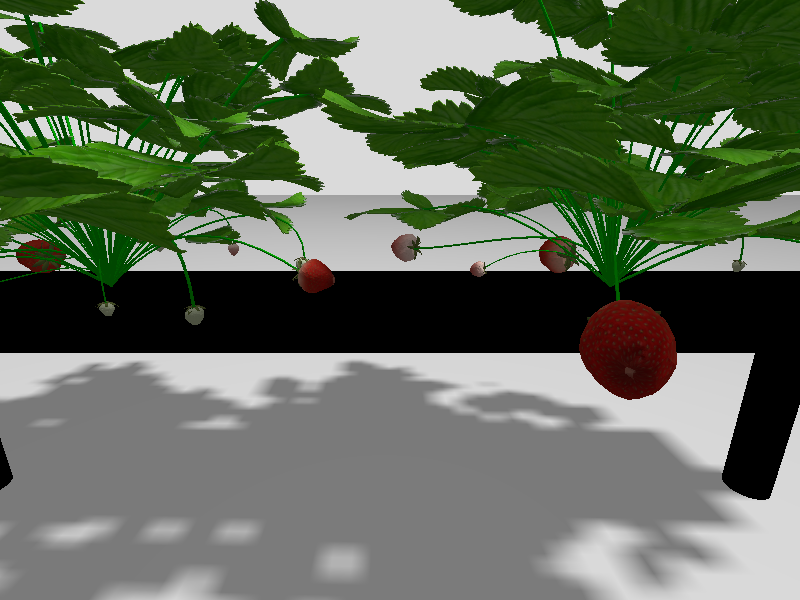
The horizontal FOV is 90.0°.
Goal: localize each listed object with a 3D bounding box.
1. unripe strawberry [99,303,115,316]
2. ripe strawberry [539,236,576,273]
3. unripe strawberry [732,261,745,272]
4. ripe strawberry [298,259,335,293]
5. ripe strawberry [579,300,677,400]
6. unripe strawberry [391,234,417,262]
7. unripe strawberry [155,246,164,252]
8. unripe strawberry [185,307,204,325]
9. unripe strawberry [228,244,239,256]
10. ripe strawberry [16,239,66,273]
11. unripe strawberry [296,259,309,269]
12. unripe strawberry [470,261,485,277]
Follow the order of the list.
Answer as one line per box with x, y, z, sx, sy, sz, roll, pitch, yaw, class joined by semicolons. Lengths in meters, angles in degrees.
-0.204;0.007;0.279;0.009;0.010;0.010;-11;19;-32;unripe strawberry
0.163;-0.048;0.422;0.037;0.039;0.040;-6;17;-20;ripe strawberry
0.350;-0.034;0.415;0.011;0.012;0.011;-6;17;-19;unripe strawberry
-0.070;-0.019;0.338;0.030;0.029;0.027;11;17;3;ripe strawberry
0.096;0.022;0.169;0.036;0.041;0.040;8;19;25;ripe strawberry
0.006;-0.062;0.472;0.031;0.032;0.029;10;19;32;unripe strawberry
-0.314;-0.069;0.522;0.012;0.012;0.012;-5;17;-17;unripe strawberry
-0.124;0.010;0.242;0.010;0.011;0.011;14;21;39;unripe strawberry
-0.214;-0.065;0.516;0.014;0.015;0.015;5;17;15;unripe strawberry
-0.367;-0.045;0.408;0.035;0.034;0.038;8;18;26;ripe strawberry
-0.101;-0.035;0.417;0.015;0.015;0.014;-6;17;-20;unripe strawberry
0.076;-0.030;0.394;0.014;0.015;0.013;-9;12;21;unripe strawberry
